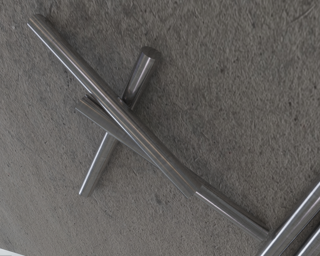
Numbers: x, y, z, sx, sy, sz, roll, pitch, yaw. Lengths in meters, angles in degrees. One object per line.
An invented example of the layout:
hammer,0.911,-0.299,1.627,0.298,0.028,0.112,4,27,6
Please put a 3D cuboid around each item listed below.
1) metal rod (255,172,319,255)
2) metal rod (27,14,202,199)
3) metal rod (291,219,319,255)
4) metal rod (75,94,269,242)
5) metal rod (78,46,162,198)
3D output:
metal rod,0.182,0.079,0.359,0.025,0.025,0.298,26,128,12
metal rod,-0.061,-0.032,0.387,0.300,0.025,0.025,47,130,8
metal rod,0.201,0.130,0.381,0.025,0.025,0.298,23,127,14
metal rod,0.019,0.055,0.410,0.301,0.025,0.025,36,129,-5
metal rod,-0.070,0.012,0.451,0.025,0.025,0.298,35,129,5
